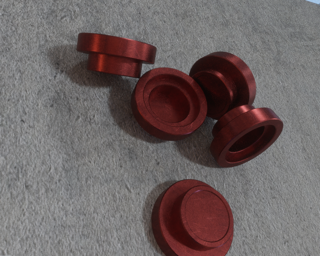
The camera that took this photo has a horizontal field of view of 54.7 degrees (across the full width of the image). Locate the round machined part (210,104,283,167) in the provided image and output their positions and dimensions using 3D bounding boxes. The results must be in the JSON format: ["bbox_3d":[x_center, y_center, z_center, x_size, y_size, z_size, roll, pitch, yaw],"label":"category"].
[{"bbox_3d":[0.110,0.007,0.414,0.099,0.097,0.042,-6,50,-31],"label":"round machined part"}]

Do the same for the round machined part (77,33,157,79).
[{"bbox_3d":[-0.056,-0.089,0.394,0.099,0.098,0.042,5,99,-26],"label":"round machined part"}]

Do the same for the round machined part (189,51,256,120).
[{"bbox_3d":[0.078,-0.053,0.431,0.042,0.097,0.098,-34,81,-39],"label":"round machined part"}]

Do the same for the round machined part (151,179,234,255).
[{"bbox_3d":[0.044,0.104,0.352,0.099,0.042,0.098,14,56,-21],"label":"round machined part"}]

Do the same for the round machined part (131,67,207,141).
[{"bbox_3d":[0.009,-0.028,0.409,0.099,0.042,0.098,8,63,-17],"label":"round machined part"}]
